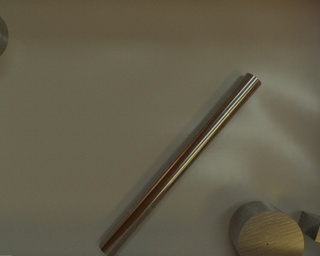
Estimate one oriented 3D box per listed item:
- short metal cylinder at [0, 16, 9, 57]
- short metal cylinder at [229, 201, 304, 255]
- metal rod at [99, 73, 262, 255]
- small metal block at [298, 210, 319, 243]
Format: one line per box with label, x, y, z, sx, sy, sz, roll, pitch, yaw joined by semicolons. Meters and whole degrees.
short metal cylinder;-0.246;-0.125;0.396;0.081;0.050;0.079;0;90;-1
short metal cylinder;0.135;0.140;0.401;0.081;0.050;0.079;0;90;-1
metal rod;0.027;0.048;0.411;0.025;0.025;0.300;41;90;-1
small metal block;0.216;0.133;0.402;0.050;0.050;0.025;17;90;-1
